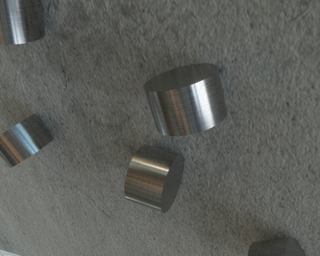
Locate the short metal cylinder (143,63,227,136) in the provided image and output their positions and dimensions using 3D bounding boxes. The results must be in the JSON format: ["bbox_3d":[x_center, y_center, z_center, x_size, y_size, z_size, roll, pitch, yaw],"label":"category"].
[{"bbox_3d":[0.028,-0.032,0.336,0.080,0.080,0.050,-3,117,29],"label":"short metal cylinder"}]

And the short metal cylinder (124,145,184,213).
[{"bbox_3d":[-0.005,0.067,0.414,0.050,0.080,0.079,14,124,20],"label":"short metal cylinder"}]

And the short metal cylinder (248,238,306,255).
[{"bbox_3d":[0.157,0.188,0.405,0.050,0.080,0.080,-23,106,36],"label":"short metal cylinder"}]

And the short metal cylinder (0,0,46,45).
[{"bbox_3d":[-0.186,-0.140,0.380,0.080,0.080,0.050,18,125,17],"label":"short metal cylinder"}]

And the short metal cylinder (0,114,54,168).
[{"bbox_3d":[-0.220,0.019,0.496,0.080,0.080,0.050,-23,106,36],"label":"short metal cylinder"}]
